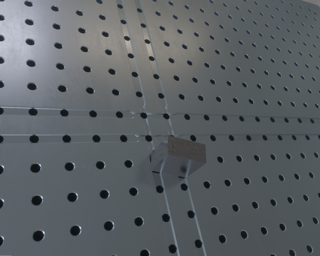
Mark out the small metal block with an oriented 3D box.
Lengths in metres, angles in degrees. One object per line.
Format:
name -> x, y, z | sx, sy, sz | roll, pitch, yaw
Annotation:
small metal block -> 0.022, 0.036, 0.381 | 0.050, 0.050, 0.025 | 15, 56, -20
